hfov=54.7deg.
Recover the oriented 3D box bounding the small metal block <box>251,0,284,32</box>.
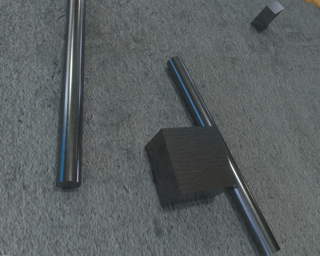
[{"bbox_3d":[0.229,-0.239,0.661,0.025,0.050,0.050,49,51,5],"label":"small metal block"}]

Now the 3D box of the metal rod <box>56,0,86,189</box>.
[{"bbox_3d":[-0.108,-0.072,0.390,0.025,0.025,0.299,8,58,-25],"label":"metal rod"}]

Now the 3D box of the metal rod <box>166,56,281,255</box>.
[{"bbox_3d":[0.080,0.026,0.433,0.025,0.025,0.299,-12,68,-33],"label":"metal rod"}]

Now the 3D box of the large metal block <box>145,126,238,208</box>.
[{"bbox_3d":[0.037,0.045,0.382,0.081,0.050,0.080,-3,63,-30],"label":"large metal block"}]
